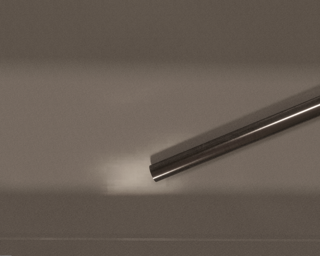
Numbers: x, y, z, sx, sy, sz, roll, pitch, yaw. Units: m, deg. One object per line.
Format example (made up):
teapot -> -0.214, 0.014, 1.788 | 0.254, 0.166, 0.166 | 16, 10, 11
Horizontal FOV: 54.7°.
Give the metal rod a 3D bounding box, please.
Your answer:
metal rod -> 0.127, 0.006, 0.415 | 0.301, 0.025, 0.025 | -23, 109, 7
